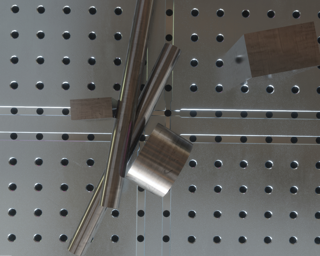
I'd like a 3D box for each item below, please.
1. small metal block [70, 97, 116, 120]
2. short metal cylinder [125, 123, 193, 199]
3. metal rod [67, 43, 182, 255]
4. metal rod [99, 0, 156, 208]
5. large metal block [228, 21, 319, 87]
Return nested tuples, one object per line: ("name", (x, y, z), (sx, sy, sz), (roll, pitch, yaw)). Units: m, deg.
("small metal block", (-0.083, -0.024, 0.400), (0.050, 0.050, 0.025), (-4, 90, 0))
("short metal cylinder", (-0.001, 0.040, 0.386), (0.050, 0.080, 0.080), (31, 90, -1))
("metal rod", (-0.047, 0.028, 0.412), (0.025, 0.025, 0.299), (26, 90, -1))
("metal rod", (-0.038, -0.051, 0.395), (0.025, 0.025, 0.298), (10, 83, -1))
("large metal block", (0.138, -0.089, 0.388), (0.080, 0.080, 0.050), (-11, 90, 0))
